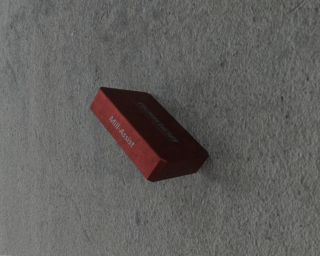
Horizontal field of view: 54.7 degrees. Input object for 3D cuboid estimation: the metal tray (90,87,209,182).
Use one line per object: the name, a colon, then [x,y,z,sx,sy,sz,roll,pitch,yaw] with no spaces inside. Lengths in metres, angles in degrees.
metal tray: [-0.013,0.003,0.373,0.130,0.091,0.030,47,118,29]
